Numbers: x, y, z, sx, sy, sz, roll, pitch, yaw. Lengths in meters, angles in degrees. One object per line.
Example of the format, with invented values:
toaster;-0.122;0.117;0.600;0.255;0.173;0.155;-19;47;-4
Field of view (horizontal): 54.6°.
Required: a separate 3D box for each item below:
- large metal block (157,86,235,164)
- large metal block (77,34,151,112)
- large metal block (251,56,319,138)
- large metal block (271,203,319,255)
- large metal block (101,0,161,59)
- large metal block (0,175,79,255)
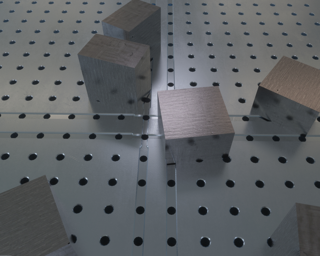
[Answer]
large metal block;0.041;-0.005;0.396;0.080;0.050;0.080;-5;50;-5
large metal block;-0.060;-0.077;0.437;0.080;0.080;0.050;16;52;13
large metal block;0.186;-0.046;0.431;0.080;0.050;0.080;30;56;23
large metal block;0.134;0.123;0.269;0.050;0.080;0.080;9;51;7
large metal block;-0.042;-0.145;0.494;0.050;0.080;0.080;27;55;21
large metal block;-0.134;0.105;0.302;0.081;0.050;0.080;-23;54;-18
